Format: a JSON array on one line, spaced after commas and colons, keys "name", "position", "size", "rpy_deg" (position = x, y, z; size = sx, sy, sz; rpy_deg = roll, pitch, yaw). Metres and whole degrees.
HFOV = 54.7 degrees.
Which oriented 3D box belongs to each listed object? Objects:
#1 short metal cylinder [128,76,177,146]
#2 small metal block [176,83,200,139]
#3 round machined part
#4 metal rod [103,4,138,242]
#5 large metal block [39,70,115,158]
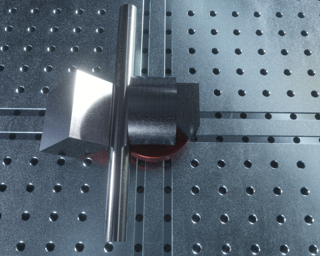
[{"name": "short metal cylinder", "position": [-0.008, -0.020, 0.358], "size": [0.050, 0.080, 0.080], "rpy_deg": [1, 70, 0]}, {"name": "small metal block", "position": [0.030, -0.019, 0.361], "size": [0.025, 0.050, 0.050], "rpy_deg": [1, 70, 0]}, {"name": "round machined part", "position": [-0.008, -0.003, 0.402], "size": [0.099, 0.042, 0.098], "rpy_deg": [0, 70, -1]}, {"name": "metal rod", "position": [-0.045, -0.022, 0.375], "size": [0.025, 0.025, 0.299], "rpy_deg": [1, 70, 0]}, {"name": "large metal block", "position": [-0.102, -0.013, 0.380], "size": [0.050, 0.080, 0.080], "rpy_deg": [18, 64, -38]}]
